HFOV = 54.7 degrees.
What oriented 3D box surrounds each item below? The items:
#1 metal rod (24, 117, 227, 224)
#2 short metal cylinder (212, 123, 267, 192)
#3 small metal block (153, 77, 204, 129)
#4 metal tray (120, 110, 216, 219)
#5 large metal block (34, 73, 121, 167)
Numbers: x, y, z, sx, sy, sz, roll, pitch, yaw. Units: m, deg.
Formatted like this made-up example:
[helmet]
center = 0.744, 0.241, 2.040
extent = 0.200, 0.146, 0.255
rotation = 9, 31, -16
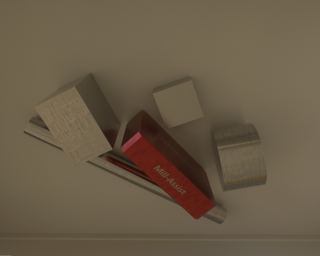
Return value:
[metal rod]
center = -0.040, 0.063, 0.433
extent = 0.301, 0.025, 0.025
rotation = 27, 108, -10
[short metal cylinder]
center = 0.098, 0.037, 0.395
extent = 0.050, 0.080, 0.079
rotation = -11, 110, 4
[small metal block]
center = 0.023, -0.033, 0.397
extent = 0.050, 0.025, 0.050
rotation = -19, 109, 6
[metal tray]
center = 0.011, 0.043, 0.390
extent = 0.030, 0.090, 0.130
rotation = -42, 105, 13
[large metal block]
center = -0.093, -0.013, 0.374
extent = 0.050, 0.080, 0.080
rotation = -25, 109, 8
